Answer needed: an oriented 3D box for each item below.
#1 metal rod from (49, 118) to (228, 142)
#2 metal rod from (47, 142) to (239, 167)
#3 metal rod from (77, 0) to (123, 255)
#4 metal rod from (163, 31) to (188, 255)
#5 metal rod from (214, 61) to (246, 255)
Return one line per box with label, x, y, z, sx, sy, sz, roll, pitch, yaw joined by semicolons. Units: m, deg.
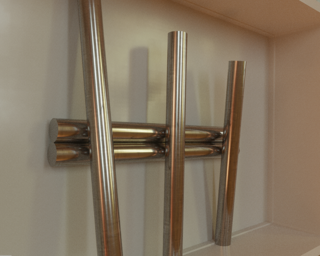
metal rod;0.007;0.007;0.413;0.302;0.025;0.025;2;89;-40
metal rod;0.006;0.031;0.412;0.302;0.025;0.025;2;89;-40
metal rod;-0.064;-0.013;0.322;0.025;0.025;0.298;-1;83;-40
metal rod;0.019;0.030;0.391;0.025;0.025;0.298;2;89;-40
metal rod;0.104;0.052;0.466;0.025;0.025;0.298;-5;102;-40
